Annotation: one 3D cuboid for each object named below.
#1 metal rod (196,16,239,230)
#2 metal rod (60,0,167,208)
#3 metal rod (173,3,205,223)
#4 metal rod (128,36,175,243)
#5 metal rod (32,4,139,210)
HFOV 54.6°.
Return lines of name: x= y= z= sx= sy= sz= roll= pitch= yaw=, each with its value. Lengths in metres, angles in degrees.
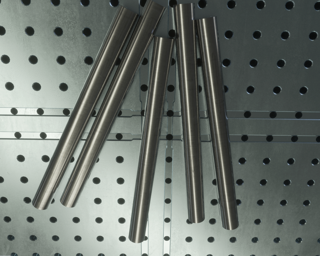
metal rod: x=0.080 y=0.008 z=0.417 sx=0.025 sy=0.025 sz=0.298 roll=-9 pitch=110 yaw=3
metal rod: x=-0.068 y=-0.019 z=0.406 sx=0.025 sy=0.025 sz=0.298 roll=24 pitch=108 yaw=-9
metal rod: x=0.041 y=-0.005 z=0.412 sx=0.025 sy=0.025 sz=0.298 roll=-5 pitch=110 yaw=2
metal rod: x=-0.015 y=0.029 z=0.424 sx=0.025 sy=0.025 sz=0.298 roll=7 pitch=110 yaw=-3
metal rod: x=-0.105 y=-0.014 z=0.407 sx=0.025 sy=0.025 sz=0.298 roll=26 pitch=108 yaw=-9
